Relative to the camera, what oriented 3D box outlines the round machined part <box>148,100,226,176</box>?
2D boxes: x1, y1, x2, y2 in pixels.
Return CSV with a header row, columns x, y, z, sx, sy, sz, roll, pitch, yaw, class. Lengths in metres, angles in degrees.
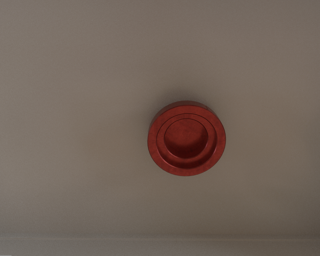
x,y,z,sx,sy,sz,roll,pitch,yaw,class
0.033,0.010,0.407,0.099,0.042,0.097,0,110,-1,round machined part
